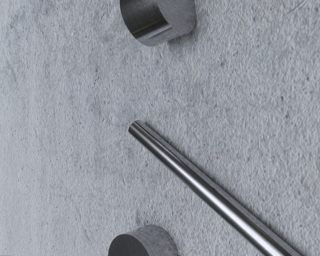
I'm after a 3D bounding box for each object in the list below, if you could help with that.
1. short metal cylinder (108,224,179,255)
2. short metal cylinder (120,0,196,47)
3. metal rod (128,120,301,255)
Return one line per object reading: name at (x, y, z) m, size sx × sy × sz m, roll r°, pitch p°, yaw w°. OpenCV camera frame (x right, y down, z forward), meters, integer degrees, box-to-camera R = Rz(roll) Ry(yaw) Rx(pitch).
short metal cylinder at (-0.022, 0.173, 0.405) m, size 0.080 × 0.050 × 0.079 m, roll 0°, pitch 90°, yaw 39°
short metal cylinder at (-0.001, -0.143, 0.368) m, size 0.050 × 0.081 × 0.080 m, roll -11°, pitch 83°, yaw 39°
metal rod at (0.064, 0.080, 0.350) m, size 0.300 × 0.025 × 0.025 m, roll 39°, pitch 114°, yaw 32°
